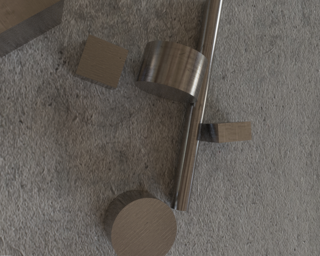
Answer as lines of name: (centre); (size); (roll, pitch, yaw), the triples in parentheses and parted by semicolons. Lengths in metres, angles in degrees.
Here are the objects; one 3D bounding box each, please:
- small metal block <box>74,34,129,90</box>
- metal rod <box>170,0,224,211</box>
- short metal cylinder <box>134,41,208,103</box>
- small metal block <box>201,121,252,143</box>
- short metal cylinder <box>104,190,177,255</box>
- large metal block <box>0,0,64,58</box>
small metal block: (-0.073, -0.080, 0.382); (0.050, 0.025, 0.050); (19, 84, -19)
metal rod: (0.052, -0.038, 0.428); (0.025, 0.025, 0.298); (11, 86, -20)
short metal cylinder: (0.014, -0.067, 0.385); (0.081, 0.080, 0.050); (18, 84, -19)
small metal block: (0.090, 0.005, 0.429); (0.050, 0.050, 0.025); (-4, 92, -20)
short metal cylinder: (-0.026, 0.122, 0.387); (0.081, 0.050, 0.080); (0, 90, -20)
large metal block: (-0.151, -0.124, 0.324); (0.080, 0.080, 0.050); (-38, 102, -16)
